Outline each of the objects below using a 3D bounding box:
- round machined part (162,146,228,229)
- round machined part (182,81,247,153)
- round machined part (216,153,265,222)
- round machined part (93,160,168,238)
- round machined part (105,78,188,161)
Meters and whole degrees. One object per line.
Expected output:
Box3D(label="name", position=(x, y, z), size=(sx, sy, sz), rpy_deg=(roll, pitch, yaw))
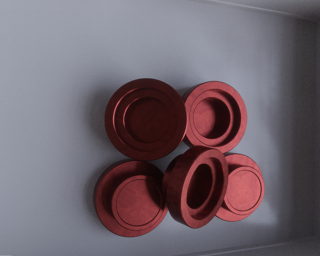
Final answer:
Box3D(label="round machined part", position=(0.040, 0.069, 0.382), size=(0.099, 0.042, 0.097), rpy_deg=(-13, 108, -45))
Box3D(label="round machined part", position=(0.066, -0.013, 0.426), size=(0.099, 0.042, 0.097), rpy_deg=(0, 90, -20))
Box3D(label="round machined part", position=(0.108, 0.085, 0.441), size=(0.099, 0.042, 0.097), rpy_deg=(0, 90, -20))
Box3D(label="round machined part", position=(-0.032, 0.089, 0.390), size=(0.099, 0.042, 0.097), rpy_deg=(0, 90, -20))
Box3D(label="round machined part", position=(-0.015, -0.010, 0.383), size=(0.099, 0.042, 0.097), rpy_deg=(0, 89, 5))
